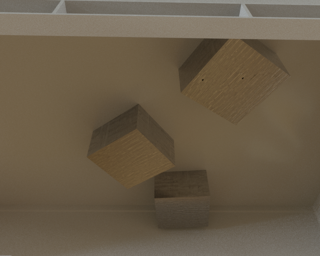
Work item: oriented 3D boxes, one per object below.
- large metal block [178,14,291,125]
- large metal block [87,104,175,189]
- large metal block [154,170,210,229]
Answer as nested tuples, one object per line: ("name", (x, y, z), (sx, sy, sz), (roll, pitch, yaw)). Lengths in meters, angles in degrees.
("large metal block", (0.078, -0.061, 0.342), (0.080, 0.050, 0.080), (28, 125, -22))
("large metal block", (-0.036, 0.027, 0.415), (0.080, 0.050, 0.080), (-29, 125, 22))
("large metal block", (0.034, 0.114, 0.490), (0.080, 0.050, 0.079), (-3, 130, 2))
